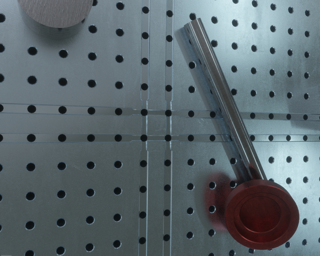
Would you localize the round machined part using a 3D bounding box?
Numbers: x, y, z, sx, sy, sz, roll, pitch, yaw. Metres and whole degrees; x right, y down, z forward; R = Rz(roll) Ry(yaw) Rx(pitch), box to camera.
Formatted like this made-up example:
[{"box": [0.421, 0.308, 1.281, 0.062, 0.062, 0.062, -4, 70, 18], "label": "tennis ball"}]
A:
[{"box": [0.141, 0.118, 0.441, 0.099, 0.042, 0.097, 1, 103, 6], "label": "round machined part"}]

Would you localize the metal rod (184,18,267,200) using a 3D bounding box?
[{"box": [0.106, -0.013, 0.451, 0.025, 0.025, 0.299, -28, 99, -18], "label": "metal rod"}]

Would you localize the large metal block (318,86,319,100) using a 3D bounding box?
[{"box": [0.311, -0.037, 0.498, 0.050, 0.080, 0.080, -12, 94, -20], "label": "large metal block"}]

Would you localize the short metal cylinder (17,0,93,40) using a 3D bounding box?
[{"box": [-0.120, -0.147, 0.355, 0.081, 0.050, 0.079, 0, 90, -20], "label": "short metal cylinder"}]
